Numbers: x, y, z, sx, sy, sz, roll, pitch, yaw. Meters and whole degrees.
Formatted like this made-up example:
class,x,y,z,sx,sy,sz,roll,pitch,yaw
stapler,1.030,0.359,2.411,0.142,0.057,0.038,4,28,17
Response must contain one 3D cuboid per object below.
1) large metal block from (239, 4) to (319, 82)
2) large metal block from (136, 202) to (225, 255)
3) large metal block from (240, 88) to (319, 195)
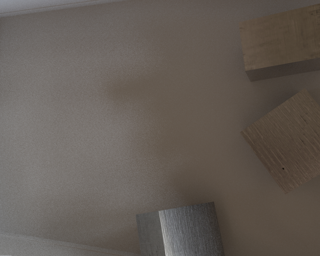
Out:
class,x,y,z,sx,sy,sz,roll,pitch,yaw
large metal block,0.133,-0.087,0.334,0.080,0.080,0.050,-8,88,20
large metal block,0.024,0.133,0.358,0.050,0.081,0.080,-29,66,51
large metal block,0.149,0.014,0.345,0.080,0.050,0.080,-37,78,16
